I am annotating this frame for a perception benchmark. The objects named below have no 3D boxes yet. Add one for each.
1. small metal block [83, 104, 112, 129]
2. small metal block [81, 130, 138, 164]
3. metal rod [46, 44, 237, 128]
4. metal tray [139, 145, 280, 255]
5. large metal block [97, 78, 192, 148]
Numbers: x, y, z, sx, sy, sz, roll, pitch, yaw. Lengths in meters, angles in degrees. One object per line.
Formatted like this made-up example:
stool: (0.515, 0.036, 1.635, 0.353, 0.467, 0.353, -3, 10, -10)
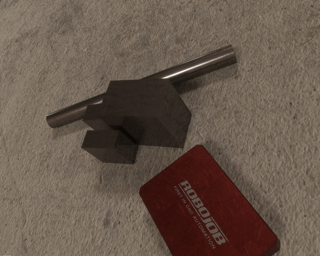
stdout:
small metal block: (-0.069, -0.010, 0.429, 0.050, 0.050, 0.025, -4, 60, 26)
small metal block: (-0.064, 0.025, 0.404, 0.050, 0.050, 0.025, 0, 62, 27)
metal rod: (-0.038, -0.056, 0.456, 0.301, 0.025, 0.025, -18, 55, 17)
metal tray: (0.045, 0.091, 0.321, 0.090, 0.030, 0.130, -38, 51, 2)
large metal block: (-0.016, -0.017, 0.386, 0.080, 0.080, 0.050, 2, 63, 29)
